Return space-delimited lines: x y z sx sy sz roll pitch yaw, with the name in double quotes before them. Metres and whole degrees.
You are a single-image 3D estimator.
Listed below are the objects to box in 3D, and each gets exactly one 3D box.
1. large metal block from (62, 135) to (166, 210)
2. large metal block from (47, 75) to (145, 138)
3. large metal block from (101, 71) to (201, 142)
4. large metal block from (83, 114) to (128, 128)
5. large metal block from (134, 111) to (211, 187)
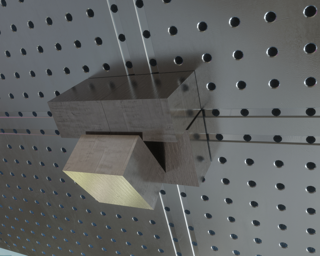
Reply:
"large metal block" -0.050 0.052 0.366 0.080 0.050 0.080 0 142 28
"large metal block" -0.079 -0.028 0.397 0.080 0.080 0.050 1 119 27
"large metal block" -0.007 -0.027 0.360 0.080 0.080 0.050 1 119 27
"large metal block" -0.058 0.023 0.435 0.080 0.050 0.079 1 119 27
"large metal block" 0.014 0.025 0.398 0.080 0.050 0.079 1 119 27
